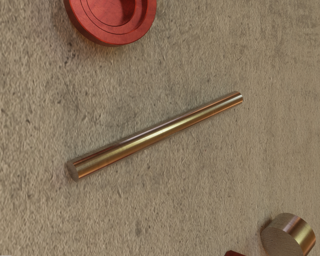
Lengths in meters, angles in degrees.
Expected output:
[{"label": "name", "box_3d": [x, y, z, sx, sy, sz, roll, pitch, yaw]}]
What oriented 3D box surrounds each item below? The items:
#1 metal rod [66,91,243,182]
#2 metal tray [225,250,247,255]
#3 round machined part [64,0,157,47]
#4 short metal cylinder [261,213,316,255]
[{"label": "metal rod", "box_3d": [0.017, -0.002, 0.420, 0.302, 0.025, 0.025, -24, 105, -38]}, {"label": "metal tray", "box_3d": [0.114, 0.258, 0.461, 0.130, 0.090, 0.030, -49, 120, -29]}, {"label": "round machined part", "box_3d": [-0.056, -0.138, 0.340, 0.099, 0.042, 0.097, -4, 97, -30]}, {"label": "short metal cylinder", "box_3d": [0.235, 0.205, 0.571, 0.050, 0.080, 0.080, -27, 107, -37]}]
